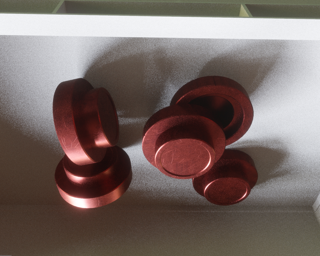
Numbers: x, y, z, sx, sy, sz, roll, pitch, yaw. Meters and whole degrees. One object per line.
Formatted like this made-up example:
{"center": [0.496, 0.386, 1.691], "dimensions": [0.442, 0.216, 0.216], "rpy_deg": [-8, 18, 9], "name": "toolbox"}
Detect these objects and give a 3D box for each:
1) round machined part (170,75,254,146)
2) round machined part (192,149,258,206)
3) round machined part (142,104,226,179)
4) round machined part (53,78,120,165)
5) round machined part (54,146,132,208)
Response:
{"center": [0.060, -0.023, 0.380], "dimensions": [0.099, 0.042, 0.097], "rpy_deg": [-1, 130, 0], "name": "round machined part"}
{"center": [0.099, 0.081, 0.468], "dimensions": [0.099, 0.042, 0.097], "rpy_deg": [-1, 130, 0], "name": "round machined part"}
{"center": [0.028, 0.023, 0.363], "dimensions": [0.099, 0.042, 0.097], "rpy_deg": [-1, 130, 0], "name": "round machined part"}
{"center": [-0.077, -0.009, 0.352], "dimensions": [0.042, 0.098, 0.098], "rpy_deg": [-11, 130, 9], "name": "round machined part"}
{"center": [-0.087, 0.051, 0.404], "dimensions": [0.099, 0.098, 0.042], "rpy_deg": [-2, 130, 1], "name": "round machined part"}
